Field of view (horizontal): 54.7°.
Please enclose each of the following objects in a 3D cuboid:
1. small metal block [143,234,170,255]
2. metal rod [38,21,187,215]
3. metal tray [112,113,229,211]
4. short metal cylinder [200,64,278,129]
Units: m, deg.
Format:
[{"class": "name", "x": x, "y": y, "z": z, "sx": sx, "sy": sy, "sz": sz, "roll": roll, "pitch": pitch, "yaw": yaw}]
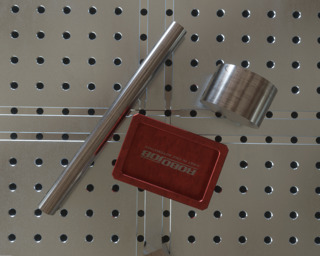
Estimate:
[{"class": "small metal block", "x": 0.000, "y": 0.174, "z": 0.401, "sx": 0.025, "sy": 0.050, "sz": 0.050, "roll": -22, "pitch": 90, "yaw": 0}, {"class": "metal rod", "x": -0.063, "y": -0.013, "z": 0.412, "sx": 0.025, "sy": 0.025, "sz": 0.299, "roll": 36, "pitch": 90, "yaw": -1}, {"class": "metal tray", "x": 0.013, "y": 0.043, "z": 0.411, "sx": 0.131, "sy": 0.030, "sz": 0.090, "roll": 20, "pitch": 90, "yaw": -1}, {"class": "short metal cylinder", "x": 0.097, "y": -0.039, "z": 0.387, "sx": 0.080, "sy": 0.080, "sz": 0.050, "roll": 27, "pitch": 90, "yaw": -1}]
